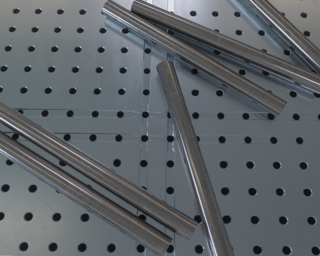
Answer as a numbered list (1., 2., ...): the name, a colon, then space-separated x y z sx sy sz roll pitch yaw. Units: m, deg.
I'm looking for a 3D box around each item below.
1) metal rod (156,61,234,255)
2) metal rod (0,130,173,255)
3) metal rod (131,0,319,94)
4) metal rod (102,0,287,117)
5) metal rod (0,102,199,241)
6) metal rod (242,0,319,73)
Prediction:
1. metal rod: 0.045 0.047 0.394 0.025 0.025 0.299 -14 71 -5
2. metal rod: -0.121 0.068 0.386 0.301 0.025 0.025 29 73 10
3. metal rod: 0.095 -0.124 0.457 0.301 0.025 0.025 26 72 9
4. metal rod: 0.042 -0.106 0.450 0.300 0.025 0.025 33 73 11
5. metal rod: -0.089 0.049 0.393 0.301 0.025 0.025 30 73 10
6. metal rod: 0.191 -0.145 0.465 0.025 0.025 0.300 -35 74 -12
